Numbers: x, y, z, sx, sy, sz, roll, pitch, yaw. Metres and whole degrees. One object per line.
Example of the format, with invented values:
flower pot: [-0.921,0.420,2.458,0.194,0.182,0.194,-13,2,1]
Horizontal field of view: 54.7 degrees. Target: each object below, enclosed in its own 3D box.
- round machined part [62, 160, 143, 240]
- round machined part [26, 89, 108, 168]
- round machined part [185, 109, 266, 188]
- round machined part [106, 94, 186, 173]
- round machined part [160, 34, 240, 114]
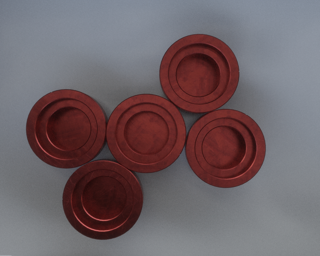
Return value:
round machined part: [-0.070,0.088,0.399,0.099,0.042,0.097,0,90,0]
round machined part: [-0.115,0.001,0.400,0.099,0.042,0.097,0,90,0]
round machined part: [0.081,0.025,0.401,0.099,0.042,0.097,0,90,0]
round machined part: [-0.017,0.007,0.399,0.099,0.042,0.097,0,90,0]
round machined part: [0.049,-0.067,0.401,0.099,0.042,0.097,0,90,0]
